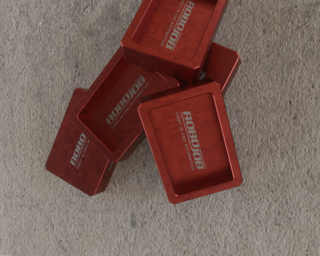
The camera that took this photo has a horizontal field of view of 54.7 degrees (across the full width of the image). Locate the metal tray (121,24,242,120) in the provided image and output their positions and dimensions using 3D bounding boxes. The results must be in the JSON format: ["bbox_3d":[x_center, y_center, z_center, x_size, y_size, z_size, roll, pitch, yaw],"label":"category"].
[{"bbox_3d":[0.025,-0.076,0.398,0.130,0.030,0.090,28,99,17],"label":"metal tray"}]

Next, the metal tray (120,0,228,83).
[{"bbox_3d":[0.021,-0.125,0.363,0.090,0.030,0.130,20,69,8],"label":"metal tray"}]

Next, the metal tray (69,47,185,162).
[{"bbox_3d":[-0.043,-0.032,0.390,0.090,0.030,0.130,43,103,14],"label":"metal tray"}]

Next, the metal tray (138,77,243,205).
[{"bbox_3d":[0.036,0.017,0.358,0.090,0.030,0.129,-17,109,2],"label":"metal tray"}]

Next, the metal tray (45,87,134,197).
[{"bbox_3d":[-0.100,0.019,0.441,0.090,0.030,0.129,26,98,17],"label":"metal tray"}]
